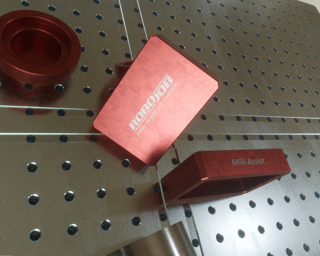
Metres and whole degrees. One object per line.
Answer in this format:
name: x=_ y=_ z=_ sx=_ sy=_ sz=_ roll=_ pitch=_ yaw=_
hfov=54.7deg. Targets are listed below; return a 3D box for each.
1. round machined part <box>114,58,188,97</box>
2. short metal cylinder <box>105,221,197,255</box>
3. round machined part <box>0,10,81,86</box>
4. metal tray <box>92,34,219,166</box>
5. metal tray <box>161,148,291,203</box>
round machined part: x=-0.009 y=-0.069 z=0.413 sx=0.099 sy=0.098 sz=0.042 roll=-19 pitch=111 yaw=-36
short metal cylinder: x=-0.005 y=0.128 z=0.293 sx=0.081 sy=0.080 sz=0.050 roll=-13 pitch=69 yaw=-34
round machined part: x=-0.149 y=-0.091 z=0.373 sx=0.099 sy=0.042 sz=0.098 roll=14 pitch=56 yaw=-21
metal tray: x=-0.006 y=-0.030 z=0.358 sx=0.090 sy=0.129 sz=0.030 roll=36 pitch=21 yaw=-5
metal tray: x=0.079 y=0.058 z=0.375 sx=0.131 sy=0.090 sz=0.030 roll=1 pitch=62 yaw=-28
